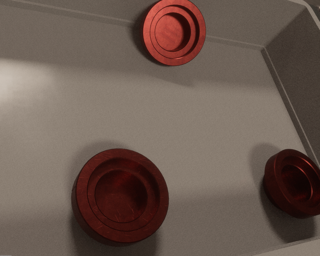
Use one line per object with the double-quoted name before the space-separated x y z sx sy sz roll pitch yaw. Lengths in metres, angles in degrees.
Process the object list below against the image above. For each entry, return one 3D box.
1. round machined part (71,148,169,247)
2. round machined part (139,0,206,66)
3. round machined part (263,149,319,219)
"round machined part" -0.044 0.074 0.327 0.099 0.042 0.098 14 56 -21
"round machined part" 0.016 -0.146 0.472 0.099 0.097 0.042 14 12 -21
"round machined part" 0.191 0.083 0.449 0.099 0.042 0.098 14 56 -21
